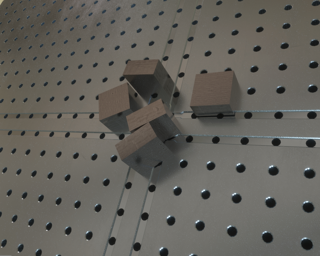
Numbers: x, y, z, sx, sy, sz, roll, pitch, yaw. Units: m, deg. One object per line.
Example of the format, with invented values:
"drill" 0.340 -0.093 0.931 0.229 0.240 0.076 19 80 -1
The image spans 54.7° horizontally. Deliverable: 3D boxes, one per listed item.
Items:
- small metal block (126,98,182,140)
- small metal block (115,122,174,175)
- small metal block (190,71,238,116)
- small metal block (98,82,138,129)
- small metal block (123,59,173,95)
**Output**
"small metal block" -0.007 -0.004 0.398 0.050 0.050 0.025 -26 53 11
"small metal block" -0.019 0.027 0.384 0.050 0.050 0.025 -35 52 5
"small metal block" 0.070 -0.044 0.398 0.050 0.025 0.050 -1 61 27
"small metal block" -0.062 -0.033 0.460 0.050 0.025 0.050 -20 54 15
"small metal block" -0.017 -0.072 0.443 0.050 0.050 0.025 4 64 30
